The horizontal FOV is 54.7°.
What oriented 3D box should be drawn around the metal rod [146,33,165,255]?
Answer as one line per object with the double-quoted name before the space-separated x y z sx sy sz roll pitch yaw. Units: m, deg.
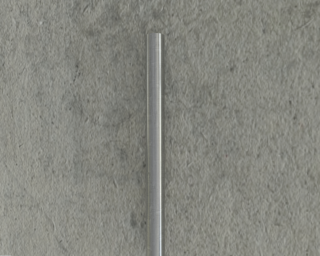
"metal rod" -0.006 0.027 0.410 0.025 0.025 0.298 0 90 19
